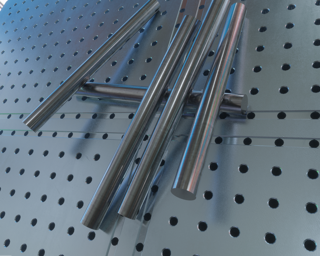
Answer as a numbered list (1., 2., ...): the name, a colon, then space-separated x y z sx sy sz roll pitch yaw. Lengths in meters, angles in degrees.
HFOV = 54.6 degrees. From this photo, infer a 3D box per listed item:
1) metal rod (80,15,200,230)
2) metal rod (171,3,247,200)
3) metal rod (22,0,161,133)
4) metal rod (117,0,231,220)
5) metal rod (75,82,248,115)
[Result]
1. metal rod: -0.022 -0.013 0.403 0.025 0.025 0.299 20 80 36
2. metal rod: 0.069 -0.055 0.375 0.025 0.025 0.300 1 52 29
3. metal rod: -0.102 -0.110 0.505 0.025 0.025 0.301 27 68 37
4. metal rod: 0.021 -0.032 0.388 0.025 0.025 0.299 19 80 35
5. metal rod: -0.024 -0.048 0.451 0.300 0.025 0.025 9 66 32
